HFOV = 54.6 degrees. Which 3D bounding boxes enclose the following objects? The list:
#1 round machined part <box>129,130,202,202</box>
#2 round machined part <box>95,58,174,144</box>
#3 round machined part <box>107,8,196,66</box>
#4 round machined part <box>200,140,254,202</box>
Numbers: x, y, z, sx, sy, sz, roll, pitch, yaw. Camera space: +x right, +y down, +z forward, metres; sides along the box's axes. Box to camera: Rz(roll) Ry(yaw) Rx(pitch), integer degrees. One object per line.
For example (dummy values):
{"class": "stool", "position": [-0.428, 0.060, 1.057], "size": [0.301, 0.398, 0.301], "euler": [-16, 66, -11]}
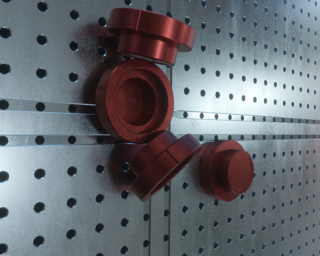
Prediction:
{"class": "round machined part", "position": [0.001, 0.040, 0.375], "size": [0.099, 0.097, 0.042], "euler": [-35, 75, -34]}
{"class": "round machined part", "position": [-0.033, -0.030, 0.369], "size": [0.099, 0.042, 0.097], "euler": [0, 90, -40]}
{"class": "round machined part", "position": [-0.012, -0.099, 0.353], "size": [0.099, 0.098, 0.042], "euler": [8, 99, -40]}
{"class": "round machined part", "position": [0.112, 0.068, 0.491], "size": [0.099, 0.042, 0.097], "euler": [0, 90, -40]}
